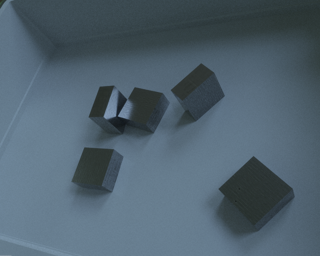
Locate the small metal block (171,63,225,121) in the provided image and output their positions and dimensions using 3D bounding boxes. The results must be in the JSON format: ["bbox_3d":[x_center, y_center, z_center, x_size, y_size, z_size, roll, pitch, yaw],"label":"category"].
[{"bbox_3d":[0.049,-0.044,0.390,0.050,0.050,0.025,-42,51,-1],"label":"small metal block"}]

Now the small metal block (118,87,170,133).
[{"bbox_3d":[-0.022,-0.026,0.432,0.050,0.025,0.050,16,70,34],"label":"small metal block"}]

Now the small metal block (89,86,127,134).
[{"bbox_3d":[-0.069,-0.025,0.439,0.025,0.050,0.050,0,62,28],"label":"small metal block"}]

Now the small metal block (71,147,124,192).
[{"bbox_3d":[-0.083,0.055,0.414,0.050,0.025,0.050,1,62,28],"label":"small metal block"}]

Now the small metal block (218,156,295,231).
[{"bbox_3d":[0.097,0.066,0.314,0.050,0.025,0.050,-43,51,-2],"label":"small metal block"}]
